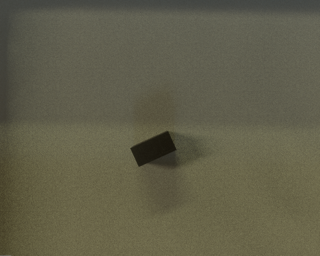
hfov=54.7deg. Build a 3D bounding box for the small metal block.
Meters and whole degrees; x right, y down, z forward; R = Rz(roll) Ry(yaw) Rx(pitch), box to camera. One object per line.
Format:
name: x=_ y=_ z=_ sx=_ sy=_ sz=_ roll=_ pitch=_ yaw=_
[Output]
small metal block: x=-0.008 y=0.025 z=0.399 sx=0.050 sy=0.050 sz=0.025 roll=-24 pitch=90 yaw=0
